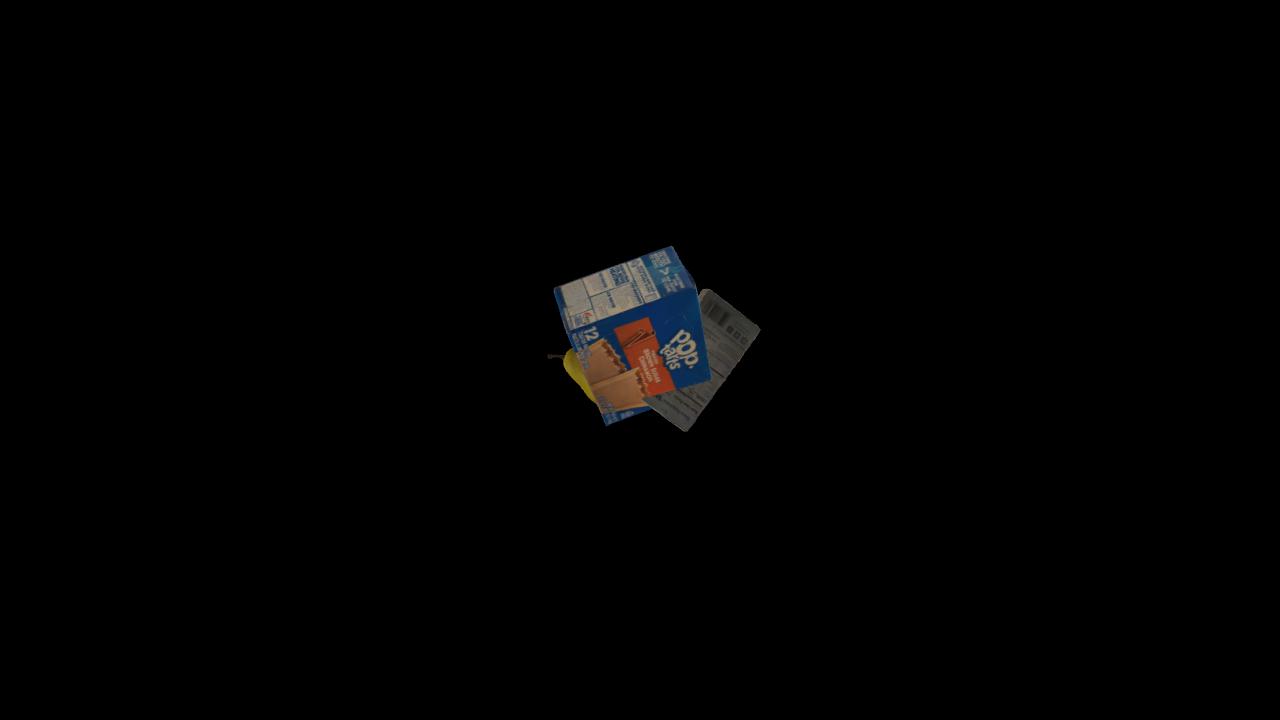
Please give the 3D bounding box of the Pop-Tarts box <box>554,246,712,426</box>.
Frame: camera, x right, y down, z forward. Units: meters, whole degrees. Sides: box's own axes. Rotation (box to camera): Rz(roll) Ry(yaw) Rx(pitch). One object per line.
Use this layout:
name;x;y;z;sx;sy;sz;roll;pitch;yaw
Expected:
Pop-Tarts box;-0.003;-0.023;0.699;0.141;0.083;0.167;-20;-41;-3

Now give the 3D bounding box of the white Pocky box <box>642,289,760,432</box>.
white Pocky box;0.066;0.000;0.732;0.084;0.154;0.028;36;-1;-13

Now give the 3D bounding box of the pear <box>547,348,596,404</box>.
pear;-0.052;0.007;0.731;0.111;0.080;0.080;30;-2;-4
